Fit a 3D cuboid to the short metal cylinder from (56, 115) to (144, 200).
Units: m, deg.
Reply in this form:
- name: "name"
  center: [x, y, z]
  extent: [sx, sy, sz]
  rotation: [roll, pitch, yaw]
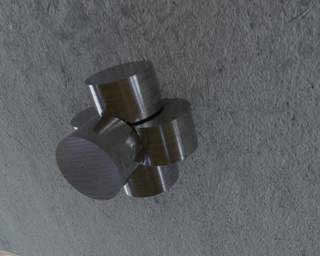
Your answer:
- name: "short metal cylinder"
  center: [-0.065, 0.032, 0.341]
  extent: [0.080, 0.050, 0.079]
  rotation: [13, 124, 20]

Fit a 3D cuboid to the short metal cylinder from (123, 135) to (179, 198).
- name: "short metal cylinder"
  center: [-0.019, 0.046, 0.410]
  extent: [0.080, 0.080, 0.050]
  rotation: [0, 118, 28]

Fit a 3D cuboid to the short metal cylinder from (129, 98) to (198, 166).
- name: "short metal cylinder"
  center: [0.002, 0.002, 0.372]
  extent: [0.080, 0.080, 0.050]
  rotation: [0, 118, 28]

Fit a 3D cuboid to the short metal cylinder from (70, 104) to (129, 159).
- name: "short metal cylinder"
  center: [-0.070, 0.003, 0.410]
  extent: [0.080, 0.080, 0.050]
  rotation: [-1, 118, 28]

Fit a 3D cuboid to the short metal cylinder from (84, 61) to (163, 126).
- name: "short metal cylinder"
  center: [-0.042, -0.043, 0.367]
  extent: [0.080, 0.080, 0.050]
  rotation: [-2, 118, 28]
